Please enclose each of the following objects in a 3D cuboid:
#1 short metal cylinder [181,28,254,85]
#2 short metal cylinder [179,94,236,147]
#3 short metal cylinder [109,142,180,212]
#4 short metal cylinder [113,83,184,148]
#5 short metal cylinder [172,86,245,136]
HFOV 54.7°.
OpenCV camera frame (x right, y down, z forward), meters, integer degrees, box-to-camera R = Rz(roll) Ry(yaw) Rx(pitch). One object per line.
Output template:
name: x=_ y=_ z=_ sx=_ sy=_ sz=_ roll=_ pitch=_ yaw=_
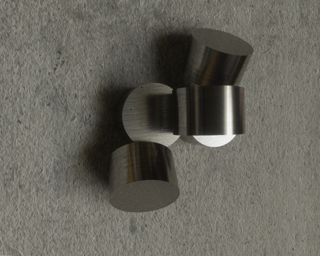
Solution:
short metal cylinder: x=0.073 y=-0.090 z=0.402 sx=0.081 sy=0.080 sz=0.050 roll=1 pitch=128 yaw=-20
short metal cylinder: x=0.062 y=-0.016 z=0.420 sx=0.081 sy=0.050 sz=0.079 roll=0 pitch=90 yaw=-21
short metal cylinder: x=-0.020 y=0.060 z=0.367 sx=0.081 sy=0.079 sz=0.050 roll=8 pitch=49 yaw=-20
short metal cylinder: x=-0.014 y=-0.014 z=0.392 sx=0.081 sy=0.050 sz=0.079 roll=0 pitch=90 yaw=-21
short metal cylinder: x=0.054 y=-0.018 z=0.349 sx=0.081 sy=0.080 sz=0.050 roll=-2 pitch=91 yaw=-20
